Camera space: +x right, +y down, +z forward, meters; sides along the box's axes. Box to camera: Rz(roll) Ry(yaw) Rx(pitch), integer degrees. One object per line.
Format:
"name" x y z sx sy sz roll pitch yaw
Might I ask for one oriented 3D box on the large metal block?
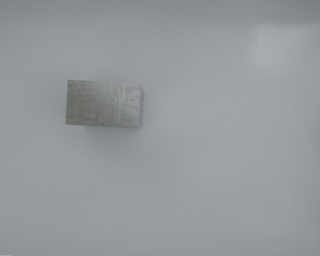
"large metal block" -0.063 -0.027 0.384 0.080 0.080 0.050 3 90 0
